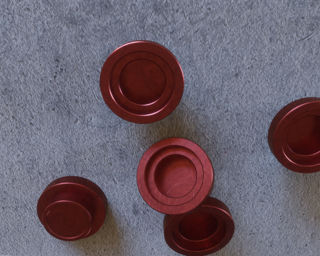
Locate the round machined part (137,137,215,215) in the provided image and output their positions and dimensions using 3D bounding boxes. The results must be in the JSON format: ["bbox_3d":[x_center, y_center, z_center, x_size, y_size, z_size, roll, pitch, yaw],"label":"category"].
[{"bbox_3d":[0.023,0.064,0.407,0.098,0.042,0.098,-5,73,15],"label":"round machined part"}]

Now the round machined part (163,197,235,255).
[{"bbox_3d":[0.053,0.135,0.446,0.099,0.042,0.097,-2,118,-3],"label":"round machined part"}]

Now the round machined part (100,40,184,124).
[{"bbox_3d":[-0.021,-0.058,0.379,0.099,0.042,0.097,0,110,0],"label":"round machined part"}]

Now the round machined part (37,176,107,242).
[{"bbox_3d":[-0.128,0.122,0.444,0.099,0.042,0.097,0,110,0],"label":"round machined part"}]

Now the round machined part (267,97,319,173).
[{"bbox_3d":[0.190,0.006,0.405,0.099,0.042,0.097,0,110,0],"label":"round machined part"}]
